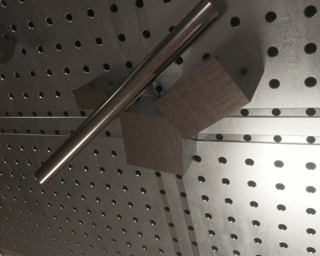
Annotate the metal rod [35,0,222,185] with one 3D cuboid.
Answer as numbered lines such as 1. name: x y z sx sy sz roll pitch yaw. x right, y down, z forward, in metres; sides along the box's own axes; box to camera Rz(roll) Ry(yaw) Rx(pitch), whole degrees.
1. metal rod: -0.051 -0.028 0.361 0.299 0.025 0.025 -42 95 20

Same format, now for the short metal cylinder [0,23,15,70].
1. short metal cylinder: -0.257 -0.114 0.438 0.050 0.080 0.080 -25 105 36

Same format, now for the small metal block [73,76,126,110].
1. small metal block: -0.075 -0.046 0.404 0.050 0.050 0.025 1 119 27

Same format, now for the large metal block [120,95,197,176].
1. large metal block: 0.000 0.008 0.399 0.080 0.050 0.079 9 122 23

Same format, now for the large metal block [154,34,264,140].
1. large metal block: 0.053 -0.043 0.321 0.080 0.080 0.050 -34 100 38
